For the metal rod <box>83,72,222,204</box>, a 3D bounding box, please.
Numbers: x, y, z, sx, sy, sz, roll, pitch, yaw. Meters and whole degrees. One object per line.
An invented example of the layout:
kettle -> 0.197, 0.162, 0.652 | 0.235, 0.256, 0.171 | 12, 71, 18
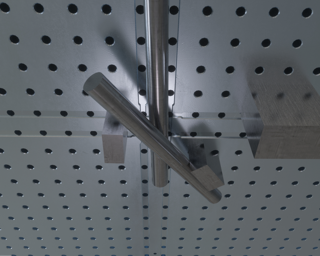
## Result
metal rod -> 0.012, 0.033, 0.409 | 0.025, 0.025, 0.300 | -26, 135, 20

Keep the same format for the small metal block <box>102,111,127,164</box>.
small metal block -> -0.058, 0.011, 0.404 | 0.025, 0.050, 0.050 | 2, 130, -2

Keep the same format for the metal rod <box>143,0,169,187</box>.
metal rod -> -0.002, -0.031, 0.385 | 0.025, 0.025, 0.298 | -1, 130, 0

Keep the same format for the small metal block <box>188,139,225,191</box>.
small metal block -> 0.065, 0.053, 0.441 | 0.025, 0.050, 0.050 | -28, 125, 21

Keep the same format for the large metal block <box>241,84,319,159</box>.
large metal block -> 0.148, -0.009, 0.369 | 0.081, 0.080, 0.050 | 0, 130, -1
